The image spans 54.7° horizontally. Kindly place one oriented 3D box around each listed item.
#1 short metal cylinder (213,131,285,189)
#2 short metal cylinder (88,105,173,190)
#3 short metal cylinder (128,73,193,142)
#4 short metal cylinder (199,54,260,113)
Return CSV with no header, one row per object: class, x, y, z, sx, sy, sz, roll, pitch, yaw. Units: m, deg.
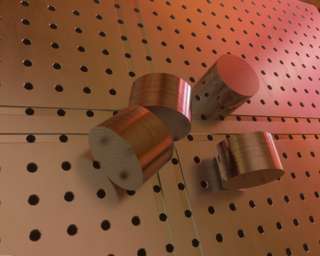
short metal cylinder,0.116,0.045,0.410,0.081,0.080,0.050,5,60,-26
short metal cylinder,-0.033,0.022,0.343,0.080,0.080,0.050,49,51,5
short metal cylinder,0.000,-0.023,0.389,0.081,0.080,0.050,19,55,-18
short metal cylinder,0.111,-0.071,0.498,0.081,0.050,0.080,14,56,-21
